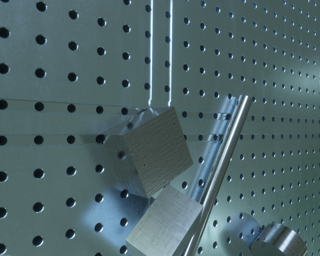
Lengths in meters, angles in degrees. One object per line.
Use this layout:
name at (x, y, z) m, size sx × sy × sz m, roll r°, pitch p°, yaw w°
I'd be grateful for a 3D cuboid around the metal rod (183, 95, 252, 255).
metal rod at (0.085, 0.078, 0.480) m, size 0.025 × 0.025 × 0.300 m, roll 39°, pitch 66°, yaw -33°

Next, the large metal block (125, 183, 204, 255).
large metal block at (0.007, 0.127, 0.374) m, size 0.080 × 0.050 × 0.080 m, roll -49°, pitch 157°, yaw -28°

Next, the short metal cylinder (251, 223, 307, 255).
short metal cylinder at (0.210, 0.218, 0.550) m, size 0.050 × 0.080 × 0.080 m, roll -32°, pitch 110°, yaw -35°

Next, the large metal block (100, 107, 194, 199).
large metal block at (-0.014, 0.027, 0.381) m, size 0.081 × 0.050 × 0.080 m, roll -31°, pitch 110°, yaw -36°
